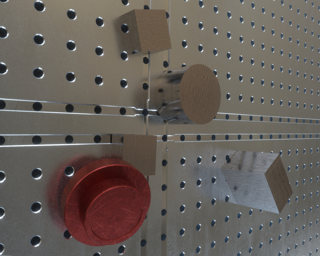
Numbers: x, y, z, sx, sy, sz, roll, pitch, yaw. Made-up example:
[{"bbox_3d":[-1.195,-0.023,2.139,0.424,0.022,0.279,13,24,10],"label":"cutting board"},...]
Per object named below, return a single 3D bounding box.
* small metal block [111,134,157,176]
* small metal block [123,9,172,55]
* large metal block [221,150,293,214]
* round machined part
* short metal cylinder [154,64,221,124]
[{"bbox_3d":[-0.032,0.033,0.384,0.050,0.025,0.050,4,87,-40],"label":"small metal block"},{"bbox_3d":[-0.016,-0.123,0.398,0.050,0.025,0.050,-17,101,-39],"label":"small metal block"},{"bbox_3d":[0.159,0.086,0.510,0.050,0.080,0.080,-41,115,-33],"label":"large metal block"},{"bbox_3d":[-0.054,0.086,0.336,0.099,0.042,0.097,-9,109,-27],"label":"round machined part"},{"bbox_3d":[0.039,-0.045,0.427,0.081,0.050,0.079,0,90,-40],"label":"short metal cylinder"}]
